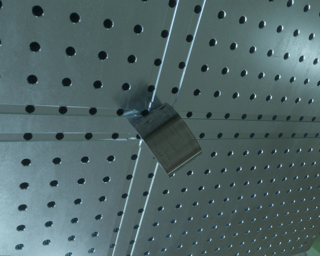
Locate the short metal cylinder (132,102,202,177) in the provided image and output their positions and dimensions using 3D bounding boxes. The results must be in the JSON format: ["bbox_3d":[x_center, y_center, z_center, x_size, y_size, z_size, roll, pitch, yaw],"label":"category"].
[{"bbox_3d":[0.008,0.015,0.390,0.050,0.080,0.080,-35,129,-6],"label":"short metal cylinder"}]
